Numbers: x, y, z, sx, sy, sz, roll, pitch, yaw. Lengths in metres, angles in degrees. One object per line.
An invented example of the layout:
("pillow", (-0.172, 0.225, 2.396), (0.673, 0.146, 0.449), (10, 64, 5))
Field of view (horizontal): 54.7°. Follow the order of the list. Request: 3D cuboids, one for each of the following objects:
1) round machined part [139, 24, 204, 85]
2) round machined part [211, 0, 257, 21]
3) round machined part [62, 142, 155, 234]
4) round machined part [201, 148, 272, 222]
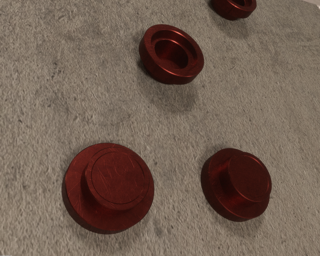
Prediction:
("round machined part", (0.013, -0.105, 0.466), (0.099, 0.042, 0.098), (14, 56, -21))
("round machined part", (0.144, -0.259, 0.632), (0.099, 0.042, 0.098), (14, 56, -21))
("round machined part", (-0.050, 0.059, 0.331), (0.099, 0.042, 0.098), (14, 56, -21))
("round machined part", (0.107, 0.070, 0.410), (0.099, 0.042, 0.098), (14, 56, -21))
